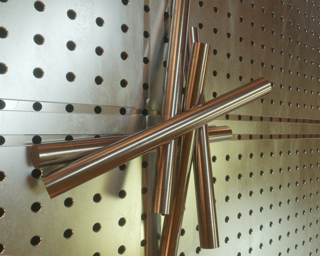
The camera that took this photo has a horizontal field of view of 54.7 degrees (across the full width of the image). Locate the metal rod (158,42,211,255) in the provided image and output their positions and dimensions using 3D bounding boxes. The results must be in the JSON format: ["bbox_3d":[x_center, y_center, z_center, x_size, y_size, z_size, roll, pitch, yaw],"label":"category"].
[{"bbox_3d":[0.030,0.041,0.407,0.025,0.025,0.298,5,96,-40],"label":"metal rod"}]

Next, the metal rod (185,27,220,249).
[{"bbox_3d":[0.054,0.006,0.424,0.025,0.025,0.298,4,78,-40],"label":"metal rod"}]

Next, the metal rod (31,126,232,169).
[{"bbox_3d":[-0.008,0.018,0.404,0.302,0.025,0.025,-5,93,-40],"label":"metal rod"}]

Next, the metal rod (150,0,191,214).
[{"bbox_3d":[0.016,-0.044,0.401,0.025,0.025,0.299,18,71,-39],"label":"metal rod"}]

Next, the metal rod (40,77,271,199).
[{"bbox_3d":[0.015,0.001,0.362,0.302,0.025,0.025,-25,106,-23],"label":"metal rod"}]
